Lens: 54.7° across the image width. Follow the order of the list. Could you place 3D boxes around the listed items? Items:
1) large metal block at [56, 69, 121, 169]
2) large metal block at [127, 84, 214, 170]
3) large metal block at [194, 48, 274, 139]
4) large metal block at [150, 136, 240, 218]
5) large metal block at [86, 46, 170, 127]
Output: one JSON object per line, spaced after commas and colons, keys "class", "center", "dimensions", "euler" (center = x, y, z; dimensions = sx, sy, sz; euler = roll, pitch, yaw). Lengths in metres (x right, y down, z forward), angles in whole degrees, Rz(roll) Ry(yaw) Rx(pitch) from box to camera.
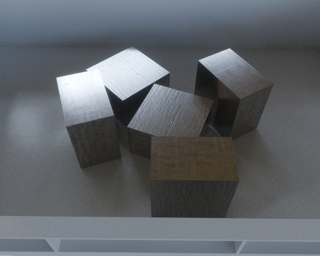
{"class": "large metal block", "center": [-0.085, -0.011, 0.376], "dimensions": [0.050, 0.080, 0.080], "euler": [-15, 52, -12]}
{"class": "large metal block", "center": [0.015, -0.002, 0.389], "dimensions": [0.080, 0.050, 0.080], "euler": [18, 52, 14]}
{"class": "large metal block", "center": [0.090, -0.043, 0.404], "dimensions": [0.050, 0.080, 0.080], "euler": [-25, 55, -20]}
{"class": "large metal block", "center": [0.031, 0.053, 0.324], "dimensions": [0.081, 0.080, 0.050], "euler": [1, 50, 0]}
{"class": "large metal block", "center": [-0.043, -0.061, 0.437], "dimensions": [0.080, 0.050, 0.080], "euler": [-35, 59, -26]}
